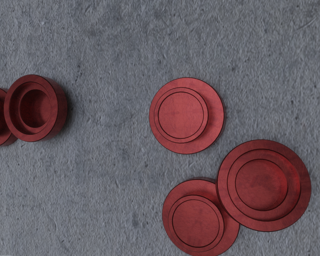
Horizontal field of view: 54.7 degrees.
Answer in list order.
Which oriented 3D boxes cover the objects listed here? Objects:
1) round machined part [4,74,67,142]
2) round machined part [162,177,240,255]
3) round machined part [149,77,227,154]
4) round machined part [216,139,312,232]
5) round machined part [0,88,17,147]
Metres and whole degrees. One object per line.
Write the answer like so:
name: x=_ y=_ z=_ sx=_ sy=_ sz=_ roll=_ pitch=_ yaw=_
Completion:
round machined part: x=-0.179 y=-0.028 z=0.463 sx=0.098 sy=0.042 sz=0.097 roll=0 pitch=90 yaw=20
round machined part: x=0.049 y=0.112 z=0.383 sx=0.098 sy=0.042 sz=0.097 roll=0 pitch=90 yaw=20
round machined part: x=0.031 y=-0.015 z=0.389 sx=0.098 sy=0.042 sz=0.097 roll=0 pitch=90 yaw=20
round machined part: x=0.112 y=0.064 z=0.350 sx=0.099 sy=0.042 sz=0.098 roll=-1 pitch=78 yaw=5
round machined part: x=-0.270 y=-0.018 z=0.495 sx=0.098 sy=0.042 sz=0.097 roll=0 pitch=90 yaw=20
